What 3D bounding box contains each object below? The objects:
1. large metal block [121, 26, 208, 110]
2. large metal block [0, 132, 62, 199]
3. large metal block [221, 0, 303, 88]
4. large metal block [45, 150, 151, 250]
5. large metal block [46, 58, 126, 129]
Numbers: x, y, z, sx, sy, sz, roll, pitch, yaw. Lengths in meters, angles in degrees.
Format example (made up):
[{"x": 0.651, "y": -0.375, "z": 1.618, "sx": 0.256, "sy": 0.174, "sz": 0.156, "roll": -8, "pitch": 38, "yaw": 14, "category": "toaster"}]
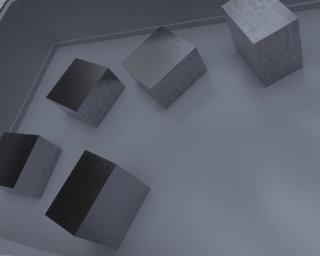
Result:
[{"x": 0.005, "y": -0.087, "z": 0.440, "sx": 0.080, "sy": 0.050, "sz": 0.080, "roll": -44, "pitch": 51, "yaw": -2, "category": "large metal block"}, {"x": -0.208, "y": 0.055, "z": 0.465, "sx": 0.080, "sy": 0.050, "sz": 0.080, "roll": 3, "pitch": 63, "yaw": 29, "category": "large metal block"}, {"x": 0.124, "y": -0.110, "z": 0.373, "sx": 0.050, "sy": 0.080, "sz": 0.080, "roll": -30, "pitch": 52, "yaw": 9, "category": "large metal block"}, {"x": -0.066, "y": 0.083, "z": 0.354, "sx": 0.050, "sy": 0.080, "sz": 0.080, "roll": 18, "pitch": 71, "yaw": 35, "category": "large metal block"}, {"x": -0.116, "y": -0.056, "z": 0.485, "sx": 0.080, "sy": 0.050, "sz": 0.080, "roll": 22, "pitch": 74, "yaw": 36, "category": "large metal block"}]
